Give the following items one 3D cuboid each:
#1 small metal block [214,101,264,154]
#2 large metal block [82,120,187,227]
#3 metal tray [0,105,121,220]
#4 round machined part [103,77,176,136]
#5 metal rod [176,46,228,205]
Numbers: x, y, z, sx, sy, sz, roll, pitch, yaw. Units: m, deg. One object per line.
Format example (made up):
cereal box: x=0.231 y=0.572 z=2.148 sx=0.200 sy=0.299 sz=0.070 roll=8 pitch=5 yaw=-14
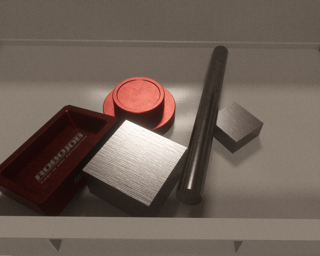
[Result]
small metal block: x=0.097 y=-0.002 z=0.408 sx=0.050 sy=0.025 sz=0.050 roll=-31 pitch=57 yaw=-24
large metal block: x=-0.025 y=0.048 z=0.348 sx=0.080 sy=0.050 sz=0.080 roll=24 pitch=54 yaw=18
metal tray: x=-0.115 y=0.031 z=0.360 sx=0.090 sy=0.030 sz=0.130 roll=15 pitch=50 yaw=30
round machined part: x=-0.028 y=-0.032 z=0.420 sx=0.099 sy=0.042 sz=0.098 roll=0 pitch=50 yaw=0
metal rod: x=0.064 y=-0.030 z=0.401 sx=0.025 sy=0.025 sz=0.301 roll=11 pitch=42 yaw=9
